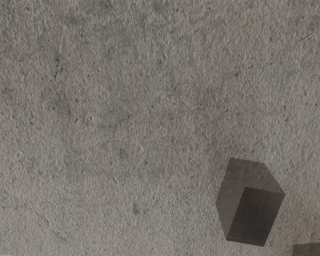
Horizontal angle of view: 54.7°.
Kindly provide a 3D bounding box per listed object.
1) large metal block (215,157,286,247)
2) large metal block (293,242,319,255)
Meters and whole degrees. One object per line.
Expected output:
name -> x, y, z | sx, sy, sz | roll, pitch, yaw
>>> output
large metal block -> 0.116, 0.096, 0.417 | 0.050, 0.080, 0.079 | 11, 110, -4
large metal block -> 0.255, 0.219, 0.463 | 0.080, 0.080, 0.050 | -6, 110, 2
